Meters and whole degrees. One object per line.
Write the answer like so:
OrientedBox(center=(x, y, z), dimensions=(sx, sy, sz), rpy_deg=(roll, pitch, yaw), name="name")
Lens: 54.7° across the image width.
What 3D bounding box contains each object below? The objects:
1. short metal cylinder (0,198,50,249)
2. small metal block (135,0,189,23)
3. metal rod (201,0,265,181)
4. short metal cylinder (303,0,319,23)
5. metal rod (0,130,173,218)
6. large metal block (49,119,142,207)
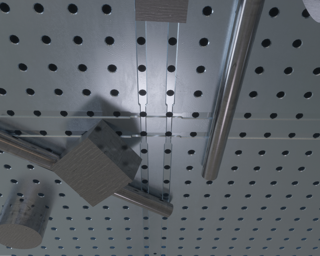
OrientedBox(center=(-0.238, 0.165, 0.534), dimensions=(0.081, 0.050, 0.079), rpy_deg=(0, 130, 0), name="short metal cylinder")
OrientedBox(center=(0.002, -0.132, 0.299), dimensions=(0.050, 0.025, 0.050), rpy_deg=(2, 130, -2), name="small metal block")
OrientedBox(center=(0.084, -0.043, 0.376), dimensions=(0.025, 0.025, 0.298), rpy_deg=(2, 130, -2), name="metal rod")
OrientedBox(center=(0.151, -0.137, 0.260), dimensions=(0.050, 0.080, 0.080), rpy_deg=(-18, 128, 15), name="short metal cylinder")
OrientedBox(center=(-0.107, 0.076, 0.475), dimensions=(0.301, 0.025, 0.025), rpy_deg=(28, 125, -22), name="metal rod")
OrientedBox(center=(-0.085, 0.049, 0.423), dimensions=(0.080, 0.050, 0.080), rpy_deg=(-36, 106, 26), name="large metal block")
